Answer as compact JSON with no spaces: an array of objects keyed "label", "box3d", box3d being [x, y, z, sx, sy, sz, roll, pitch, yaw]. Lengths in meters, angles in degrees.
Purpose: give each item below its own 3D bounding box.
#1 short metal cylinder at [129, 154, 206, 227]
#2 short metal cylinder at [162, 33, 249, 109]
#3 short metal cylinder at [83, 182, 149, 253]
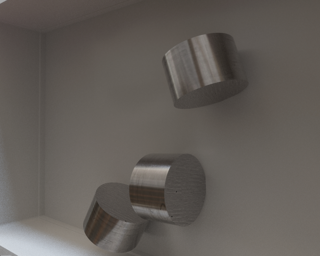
[{"label":"short metal cylinder","box3d":[0.011,0.070,0.361,0.050,0.081,0.080,-4,88,39]},{"label":"short metal cylinder","box3d":[0.047,-0.058,0.331,0.080,0.081,0.050,-24,76,37]},{"label":"short metal cylinder","box3d":[-0.056,0.118,0.415,0.080,0.081,0.050,37,113,33]}]
